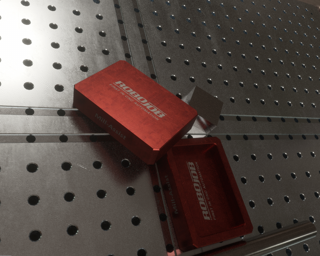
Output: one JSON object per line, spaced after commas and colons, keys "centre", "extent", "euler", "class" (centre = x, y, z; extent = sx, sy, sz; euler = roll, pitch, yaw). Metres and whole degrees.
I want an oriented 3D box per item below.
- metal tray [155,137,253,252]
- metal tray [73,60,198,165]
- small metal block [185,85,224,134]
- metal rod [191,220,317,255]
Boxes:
{"centre": [0.053, 0.077, 0.388], "extent": [0.091, 0.030, 0.130], "euler": [-2, 63, -30], "class": "metal tray"}
{"centre": [-0.030, -0.025, 0.384], "extent": [0.130, 0.030, 0.091], "euler": [37, 49, 15], "class": "metal tray"}
{"centre": [0.062, -0.027, 0.460], "extent": [0.050, 0.025, 0.050], "euler": [30, 52, -9], "class": "small metal block"}
{"centre": [0.078, 0.150, 0.360], "extent": [0.303, 0.025, 0.025], "euler": [-3, 64, -30], "class": "metal rod"}
